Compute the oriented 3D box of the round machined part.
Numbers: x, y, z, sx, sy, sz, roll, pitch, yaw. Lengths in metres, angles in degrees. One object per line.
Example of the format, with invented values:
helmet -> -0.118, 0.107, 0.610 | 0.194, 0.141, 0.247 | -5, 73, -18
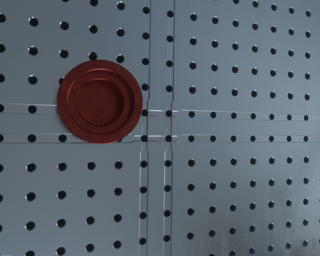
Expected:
round machined part -> -0.074, -0.030, 0.376 | 0.099, 0.042, 0.097 | 0, 90, -20
